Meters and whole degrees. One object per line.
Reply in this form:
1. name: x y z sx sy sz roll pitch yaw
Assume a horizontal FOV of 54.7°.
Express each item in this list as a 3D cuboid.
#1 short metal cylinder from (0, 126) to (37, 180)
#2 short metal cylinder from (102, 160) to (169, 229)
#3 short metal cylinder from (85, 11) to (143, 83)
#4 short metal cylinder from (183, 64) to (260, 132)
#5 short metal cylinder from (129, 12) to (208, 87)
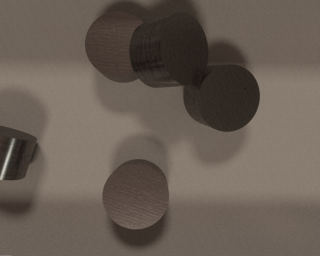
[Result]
1. short metal cylinder: -0.201 0.027 0.381 0.080 0.080 0.050 17 90 -1
2. short metal cylinder: -0.029 0.082 0.399 0.081 0.050 0.079 0 90 -1
3. short metal cylinder: -0.050 -0.101 0.398 0.081 0.050 0.079 0 90 0
4. short metal cylinder: 0.076 -0.039 0.389 0.081 0.050 0.079 -3 101 -16
5. short metal cylinder: 0.012 -0.088 0.360 0.081 0.050 0.079 -3 94 -44
